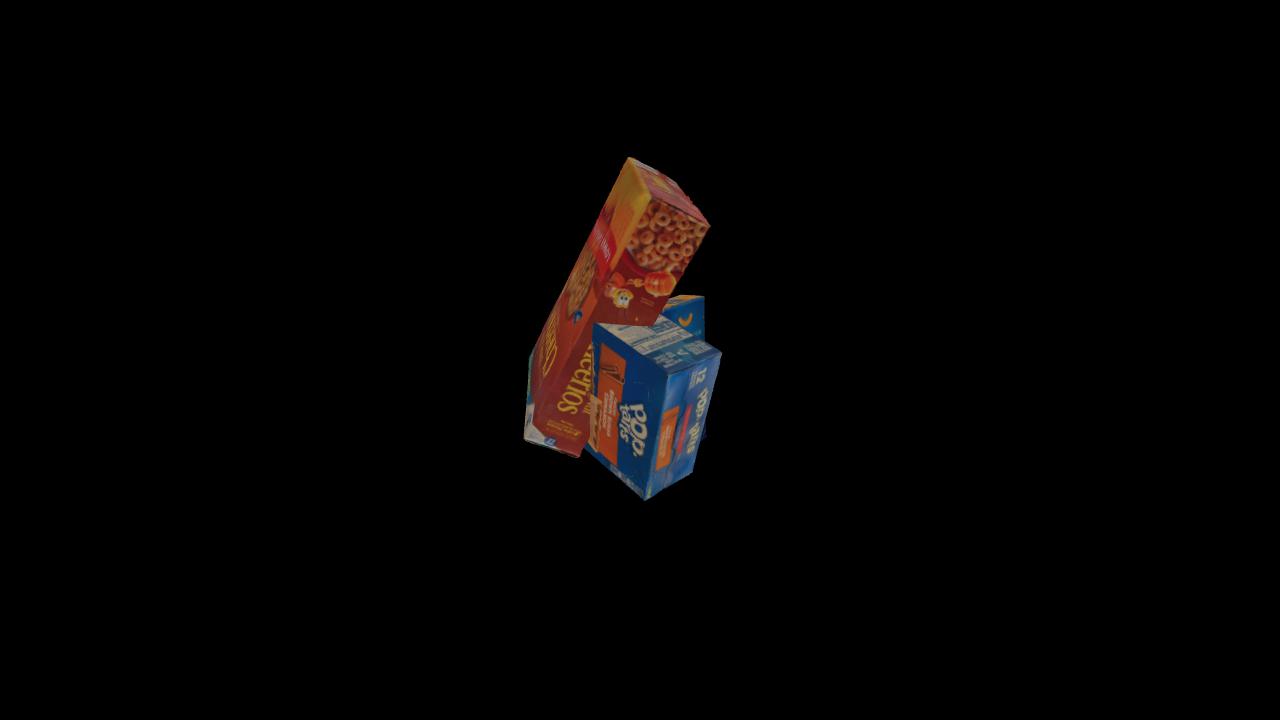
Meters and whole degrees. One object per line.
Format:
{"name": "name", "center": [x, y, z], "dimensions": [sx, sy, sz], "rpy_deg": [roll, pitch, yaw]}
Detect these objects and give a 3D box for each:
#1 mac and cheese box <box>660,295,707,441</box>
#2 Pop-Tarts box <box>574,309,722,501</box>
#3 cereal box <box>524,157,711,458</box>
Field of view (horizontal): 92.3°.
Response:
{"name": "mac and cheese box", "center": [0.041, 0.020, 0.737], "dimensions": [0.041, 0.184, 0.093], "rpy_deg": [10, 20, 36]}
{"name": "Pop-Tarts box", "center": [-0.004, 0.038, 0.665], "dimensions": [0.083, 0.167, 0.141], "rpy_deg": [-23, 46, -39]}
{"name": "cereal box", "center": [-0.043, -0.065, 0.716], "dimensions": [0.081, 0.306, 0.203], "rpy_deg": [23, 23, -18]}
